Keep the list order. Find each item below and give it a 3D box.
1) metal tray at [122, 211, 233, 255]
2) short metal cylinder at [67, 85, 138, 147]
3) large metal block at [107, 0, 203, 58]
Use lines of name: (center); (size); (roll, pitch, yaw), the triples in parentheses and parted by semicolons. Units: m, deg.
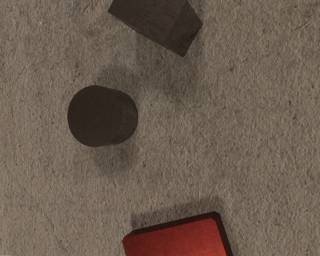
metal tray: (0.025, 0.167, 0.397); (0.130, 0.030, 0.090); (-19, 84, 18)
short metal cylinder: (-0.077, -0.015, 0.422); (0.080, 0.050, 0.079); (0, 90, 19)
large metal block: (-0.002, -0.135, 0.380); (0.080, 0.080, 0.050); (33, 101, 16)
